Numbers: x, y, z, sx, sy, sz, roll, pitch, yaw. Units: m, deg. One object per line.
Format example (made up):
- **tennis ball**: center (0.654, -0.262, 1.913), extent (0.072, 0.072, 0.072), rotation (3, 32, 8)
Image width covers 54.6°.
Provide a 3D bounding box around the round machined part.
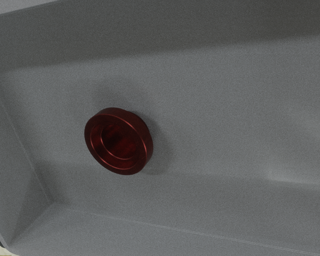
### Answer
- **round machined part**: center (-0.053, 0.015, 0.435), extent (0.098, 0.042, 0.097), rotation (13, 124, 21)
